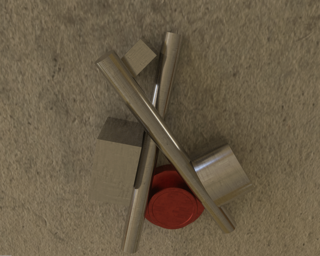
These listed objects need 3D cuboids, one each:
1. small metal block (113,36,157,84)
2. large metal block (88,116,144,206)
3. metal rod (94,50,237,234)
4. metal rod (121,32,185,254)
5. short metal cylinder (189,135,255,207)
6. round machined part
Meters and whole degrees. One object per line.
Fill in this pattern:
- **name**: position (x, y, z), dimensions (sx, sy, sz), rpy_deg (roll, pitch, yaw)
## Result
- **small metal block**: position (-0.030, -0.080, 0.367), dimensions (0.050, 0.050, 0.025), rpy_deg (-43, 105, 14)
- **large metal block**: position (-0.054, 0.039, 0.396), dimensions (0.050, 0.080, 0.079), rpy_deg (11, 110, -5)
- **metal rod**: position (0.021, 0.035, 0.388), dimensions (0.025, 0.025, 0.299), rpy_deg (-31, 116, 10)
- **metal rod**: position (-0.013, 0.029, 0.405), dimensions (0.025, 0.025, 0.298), rpy_deg (11, 104, -5)
- **short metal cylinder**: position (0.081, 0.056, 0.404), dimensions (0.050, 0.080, 0.080), rpy_deg (-30, 108, 10)
- **round machined part**: position (0.017, 0.104, 0.441), dimensions (0.099, 0.042, 0.097), rpy_deg (0, 110, -1)
